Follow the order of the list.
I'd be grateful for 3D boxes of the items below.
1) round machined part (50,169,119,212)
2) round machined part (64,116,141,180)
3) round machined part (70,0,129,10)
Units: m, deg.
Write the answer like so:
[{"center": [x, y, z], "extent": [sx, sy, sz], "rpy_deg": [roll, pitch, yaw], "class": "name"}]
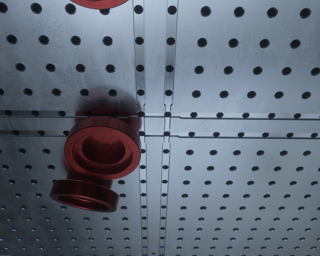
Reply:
[{"center": [-0.108, 0.093, 0.462], "extent": [0.099, 0.042, 0.098], "rpy_deg": [8, 154, 4], "class": "round machined part"}, {"center": [-0.074, 0.022, 0.417], "extent": [0.099, 0.042, 0.097], "rpy_deg": [-1, 129, -1], "class": "round machined part"}, {"center": [-0.058, -0.152, 0.270], "extent": [0.099, 0.042, 0.097], "rpy_deg": [0, 130, 0], "class": "round machined part"}]
